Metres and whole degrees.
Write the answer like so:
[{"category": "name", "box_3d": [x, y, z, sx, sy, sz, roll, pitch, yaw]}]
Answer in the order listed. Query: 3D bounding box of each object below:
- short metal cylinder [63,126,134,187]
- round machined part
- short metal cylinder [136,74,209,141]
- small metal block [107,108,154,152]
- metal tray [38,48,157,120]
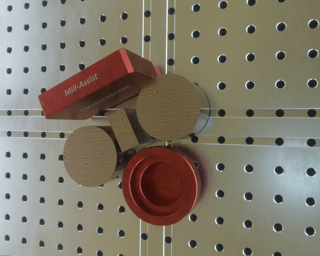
[{"category": "short metal cylinder", "box_3d": [-0.083, 0.037, 0.424, 0.080, 0.050, 0.079, 0, 90, 20]}, {"category": "round machined part", "box_3d": [0.005, 0.071, 0.397, 0.098, 0.042, 0.097, 0, 90, 19]}, {"category": "short metal cylinder", "box_3d": [0.017, -0.024, 0.389, 0.080, 0.050, 0.079, 0, 90, 20]}, {"category": "small metal block", "box_3d": [-0.038, 0.002, 0.408, 0.025, 0.050, 0.050, -27, 81, 18]}, {"category": "metal tray", "box_3d": [-0.076, -0.050, 0.400, 0.130, 0.090, 0.030, -25, 82, 19]}]
